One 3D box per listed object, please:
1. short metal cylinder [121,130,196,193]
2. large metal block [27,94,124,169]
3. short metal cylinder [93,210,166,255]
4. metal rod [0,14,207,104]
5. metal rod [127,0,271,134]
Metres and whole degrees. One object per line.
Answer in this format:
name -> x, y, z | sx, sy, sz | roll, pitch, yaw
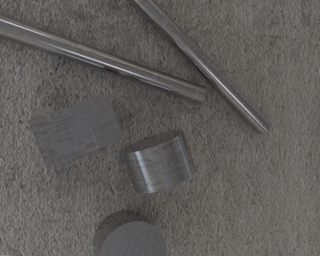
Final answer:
short metal cylinder -> -0.002, 0.039, 0.379 | 0.081, 0.080, 0.050 | -22, 98, -19
large metal block -> -0.095, 0.002, 0.345 | 0.081, 0.080, 0.050 | -22, 98, -19
short metal cylinder -> -0.039, 0.148, 0.382 | 0.081, 0.050, 0.080 | 0, 90, -20
metal rod -> -0.078, -0.085, 0.380 | 0.302, 0.025, 0.025 | 16, 85, -20
metal rod -> 0.050, -0.097, 0.427 | 0.300, 0.025, 0.025 | 42, 77, -15
